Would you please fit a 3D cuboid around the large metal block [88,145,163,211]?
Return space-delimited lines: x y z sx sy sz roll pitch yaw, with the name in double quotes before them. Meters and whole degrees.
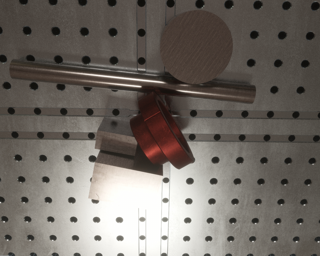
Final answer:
"large metal block" -0.041 0.056 0.404 0.081 0.080 0.050 12 110 -5

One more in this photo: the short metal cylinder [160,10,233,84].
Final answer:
"short metal cylinder" 0.040 -0.096 0.365 0.081 0.050 0.079 0 110 -1

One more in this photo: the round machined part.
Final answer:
"round machined part" -0.001 0.008 0.377 0.042 0.098 0.098 -31 108 8

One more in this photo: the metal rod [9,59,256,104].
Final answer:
"metal rod" -0.031 -0.058 0.391 0.302 0.025 0.025 6 110 -3

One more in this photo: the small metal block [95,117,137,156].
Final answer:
"small metal block" -0.054 0.010 0.403 0.050 0.050 0.025 11 110 -5
